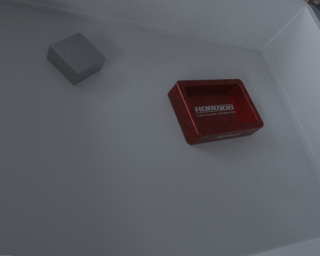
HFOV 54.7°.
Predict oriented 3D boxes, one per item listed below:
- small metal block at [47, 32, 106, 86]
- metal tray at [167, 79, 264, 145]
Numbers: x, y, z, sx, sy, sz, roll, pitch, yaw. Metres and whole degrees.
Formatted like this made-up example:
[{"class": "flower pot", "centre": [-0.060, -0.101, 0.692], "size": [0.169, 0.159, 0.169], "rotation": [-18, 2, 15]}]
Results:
[{"class": "small metal block", "centre": [-0.109, -0.091, 0.403], "size": [0.050, 0.025, 0.050], "rotation": [45, 51, 3]}, {"class": "metal tray", "centre": [0.086, -0.028, 0.467], "size": [0.131, 0.030, 0.090], "rotation": [-7, 65, -32]}]
